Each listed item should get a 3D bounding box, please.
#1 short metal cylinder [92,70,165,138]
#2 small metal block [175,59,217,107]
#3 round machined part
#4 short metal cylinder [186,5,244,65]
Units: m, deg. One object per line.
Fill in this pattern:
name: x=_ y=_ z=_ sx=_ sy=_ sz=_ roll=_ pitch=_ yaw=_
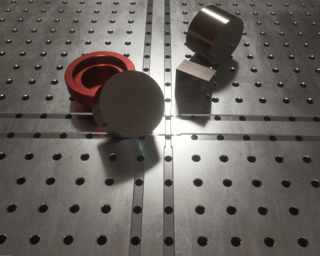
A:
short metal cylinder: x=-0.040 y=-0.028 z=0.388 sx=0.081 sy=0.050 sz=0.080 roll=1 pitch=87 yaw=-22
small metal block: x=0.050 y=-0.064 z=0.446 sx=0.050 sy=0.050 sz=0.025 roll=25 pitch=54 yaw=19
round machined part: x=-0.084 y=-0.065 z=0.450 sx=0.099 sy=0.042 sz=0.098 roll=0 pitch=50 yaw=0
short metal cylinder: x=0.088 y=-0.149 z=0.498 sx=0.080 sy=0.080 sz=0.050 roll=-34 pitch=58 yaw=-26
